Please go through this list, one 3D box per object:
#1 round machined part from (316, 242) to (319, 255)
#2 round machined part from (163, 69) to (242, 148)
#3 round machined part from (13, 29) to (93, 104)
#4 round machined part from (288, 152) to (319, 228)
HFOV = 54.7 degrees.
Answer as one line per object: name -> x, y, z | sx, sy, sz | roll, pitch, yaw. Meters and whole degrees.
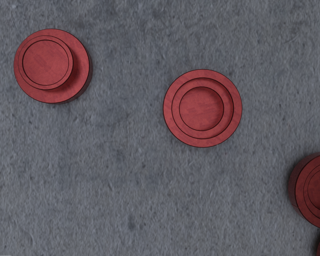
round machined part -> 0.253, 0.169, 0.405 | 0.099, 0.042, 0.097 | 0, 90, -1
round machined part -> 0.053, -0.024, 0.402 | 0.099, 0.042, 0.097 | 0, 90, -1
round machined part -> -0.140, -0.080, 0.400 | 0.099, 0.042, 0.097 | 0, 90, -1
round machined part -> 0.216, 0.079, 0.404 | 0.099, 0.042, 0.097 | 0, 90, -1
